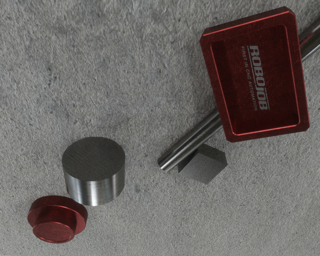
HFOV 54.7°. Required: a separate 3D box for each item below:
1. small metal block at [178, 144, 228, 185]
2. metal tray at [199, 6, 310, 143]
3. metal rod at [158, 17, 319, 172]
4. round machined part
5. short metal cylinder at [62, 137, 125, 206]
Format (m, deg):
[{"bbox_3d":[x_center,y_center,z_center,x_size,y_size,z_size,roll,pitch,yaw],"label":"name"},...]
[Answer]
[{"bbox_3d":[0.061,0.051,0.451,0.050,0.025,0.050,24,126,-20],"label":"small metal block"},{"bbox_3d":[0.103,-0.051,0.333,0.090,0.030,0.129,-11,117,19],"label":"metal tray"},{"bbox_3d":[0.100,-0.036,0.377,0.025,0.025,0.299,31,123,-24],"label":"metal rod"},{"bbox_3d":[-0.178,0.163,0.533,0.099,0.042,0.097,0,130,0],"label":"round machined part"},{"bbox_3d":[-0.088,0.057,0.419,0.081,0.080,0.050,4,130,-4],"label":"short metal cylinder"}]
